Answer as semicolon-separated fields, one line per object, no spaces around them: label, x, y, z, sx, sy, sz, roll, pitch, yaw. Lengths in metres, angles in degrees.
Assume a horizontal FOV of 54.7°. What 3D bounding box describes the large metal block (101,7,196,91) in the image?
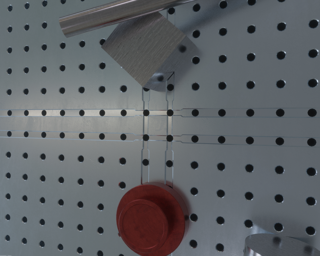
large metal block;-0.014;-0.107;0.404;0.080;0.050;0.080;45;104;14

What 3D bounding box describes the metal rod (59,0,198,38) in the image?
metal rod;0.031;-0.159;0.360;0.301;0.025;0.025;-15;85;3

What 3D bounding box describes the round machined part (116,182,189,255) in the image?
round machined part;-0.015;0.124;0.409;0.098;0.042;0.097;0;90;20

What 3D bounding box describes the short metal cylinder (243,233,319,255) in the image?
short metal cylinder;0.131;0.155;0.337;0.080;0.080;0.050;6;92;20
